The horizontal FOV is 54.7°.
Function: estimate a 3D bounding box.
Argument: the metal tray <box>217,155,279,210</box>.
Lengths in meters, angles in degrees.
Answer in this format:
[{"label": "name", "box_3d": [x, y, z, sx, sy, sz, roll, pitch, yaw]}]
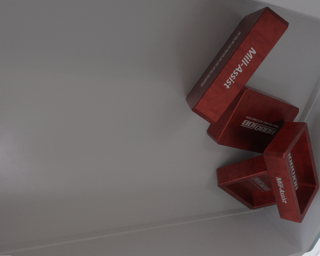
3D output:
[{"label": "metal tray", "box_3d": [0.167, 0.096, 0.526, 0.090, 0.030, 0.130, -24, 137, 30]}]

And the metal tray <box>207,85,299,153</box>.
[{"label": "metal tray", "box_3d": [0.146, -0.010, 0.478, 0.131, 0.030, 0.089, 13, 112, -34]}]

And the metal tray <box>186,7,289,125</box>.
[{"label": "metal tray", "box_3d": [0.083, -0.072, 0.365, 0.030, 0.090, 0.130, 34, 101, -8]}]

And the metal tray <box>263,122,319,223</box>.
[{"label": "metal tray", "box_3d": [0.204, 0.067, 0.473, 0.091, 0.030, 0.129, -40, 119, -36]}]
